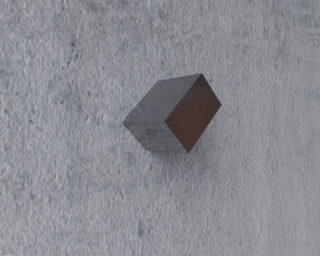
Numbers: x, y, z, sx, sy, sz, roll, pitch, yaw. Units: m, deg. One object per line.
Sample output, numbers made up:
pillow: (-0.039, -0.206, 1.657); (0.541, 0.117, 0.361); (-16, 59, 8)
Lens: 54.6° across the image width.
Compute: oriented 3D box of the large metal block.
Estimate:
large metal block: (0.014, -0.018, 0.380); (0.080, 0.080, 0.050); (-52, 121, -27)
